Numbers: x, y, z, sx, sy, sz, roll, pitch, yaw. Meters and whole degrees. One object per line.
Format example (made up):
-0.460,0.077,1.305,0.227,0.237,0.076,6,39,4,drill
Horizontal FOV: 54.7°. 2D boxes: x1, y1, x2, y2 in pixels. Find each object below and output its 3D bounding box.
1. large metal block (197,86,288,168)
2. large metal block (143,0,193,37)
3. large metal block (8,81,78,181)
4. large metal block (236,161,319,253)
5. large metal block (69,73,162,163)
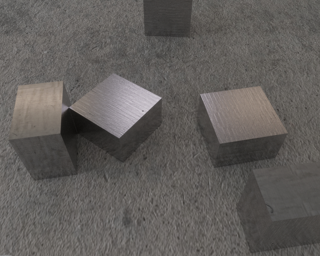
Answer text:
0.098,-0.003,0.390,0.081,0.050,0.080,-8,51,-7,large metal block
0.014,-0.209,0.543,0.080,0.080,0.050,3,50,2,large metal block
-0.131,0.004,0.363,0.050,0.080,0.080,-7,51,-6,large metal block
0.128,0.078,0.302,0.081,0.080,0.050,-6,51,-5,large metal block
-0.054,-0.015,0.399,0.080,0.050,0.080,29,56,22,large metal block
